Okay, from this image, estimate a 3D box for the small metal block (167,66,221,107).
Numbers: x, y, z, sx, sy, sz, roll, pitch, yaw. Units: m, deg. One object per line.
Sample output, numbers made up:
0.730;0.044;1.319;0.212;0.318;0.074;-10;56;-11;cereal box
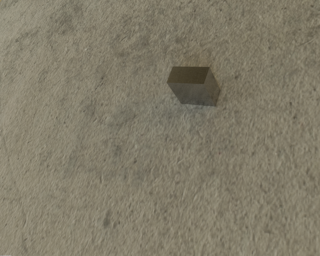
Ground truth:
0.044;-0.053;0.396;0.050;0.050;0.025;7;66;31;small metal block
